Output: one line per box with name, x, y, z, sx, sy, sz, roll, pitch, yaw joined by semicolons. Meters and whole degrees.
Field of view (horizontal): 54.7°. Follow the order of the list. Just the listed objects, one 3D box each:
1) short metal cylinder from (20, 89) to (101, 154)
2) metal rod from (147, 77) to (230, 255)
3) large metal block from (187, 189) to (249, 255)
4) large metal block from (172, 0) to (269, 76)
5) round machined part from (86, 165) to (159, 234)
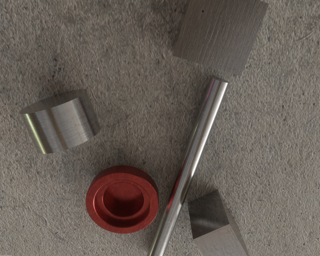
short metal cylinder;-0.119;-0.010;0.375;0.080;0.080;0.050;-15;110;5
metal rod;0.033;0.073;0.437;0.025;0.025;0.298;16;109;-6
large metal block;0.083;0.149;0.437;0.050;0.080;0.080;-27;108;9
large metal block;0.064;-0.113;0.356;0.080;0.050;0.079;15;109;-6
round machined part;-0.051;0.095;0.435;0.099;0.042;0.097;0;110;-1
